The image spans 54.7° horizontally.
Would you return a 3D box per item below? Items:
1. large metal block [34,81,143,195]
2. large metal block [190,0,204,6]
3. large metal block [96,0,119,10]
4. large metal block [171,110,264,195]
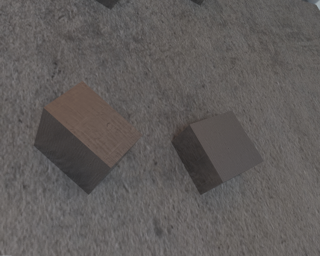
[{"bbox_3d":[-0.077,0.013,0.320,0.080,0.080,0.050,42,51,0],"label":"large metal block"},{"bbox_3d":[0.080,-0.302,0.599,0.050,0.080,0.080,22,54,-16],"label":"large metal block"},{"bbox_3d":[-0.090,-0.249,0.493,0.080,0.050,0.080,30,52,-10],"label":"large metal block"},{"bbox_3d":[0.076,0.031,0.412,0.081,0.050,0.080,-18,71,-35],"label":"large metal block"}]
